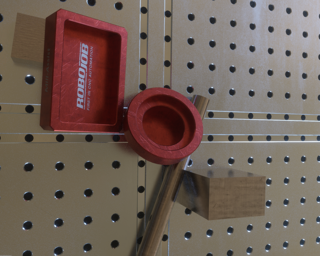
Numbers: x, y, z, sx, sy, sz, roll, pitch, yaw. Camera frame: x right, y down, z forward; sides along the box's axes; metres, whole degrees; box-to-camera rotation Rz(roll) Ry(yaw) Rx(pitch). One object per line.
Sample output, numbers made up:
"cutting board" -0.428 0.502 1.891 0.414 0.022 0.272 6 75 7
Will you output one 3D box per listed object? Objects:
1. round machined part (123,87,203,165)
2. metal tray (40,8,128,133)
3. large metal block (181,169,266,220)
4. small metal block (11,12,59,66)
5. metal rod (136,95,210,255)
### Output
"round machined part" 0.001 0.001 0.392 0.099 0.042 0.098 9 62 -17
"metal tray" -0.086 -0.060 0.362 0.091 0.030 0.129 3 89 -41
"large metal block" 0.082 0.085 0.415 0.081 0.080 0.050 2 90 -21
"small metal block" -0.141 -0.100 0.361 0.050 0.025 0.050 8 87 -20
"metal rod" 0.008 0.097 0.416 0.025 0.025 0.299 23 82 -19
